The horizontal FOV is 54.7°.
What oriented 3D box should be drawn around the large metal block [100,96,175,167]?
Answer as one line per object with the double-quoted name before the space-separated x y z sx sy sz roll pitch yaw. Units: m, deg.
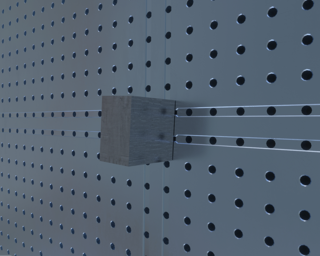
"large metal block" -0.027 0.002 0.393 0.050 0.081 0.079 5 93 39
